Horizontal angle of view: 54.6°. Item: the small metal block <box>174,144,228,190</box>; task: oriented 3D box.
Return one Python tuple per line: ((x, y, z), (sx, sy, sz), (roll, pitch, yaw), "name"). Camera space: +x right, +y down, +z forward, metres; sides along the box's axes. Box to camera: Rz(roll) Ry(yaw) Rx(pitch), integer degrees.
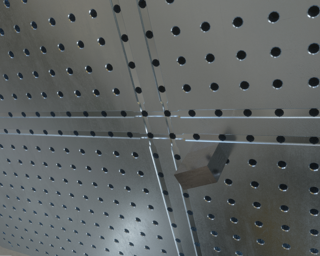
((0.053, 0.050, 0.398), (0.050, 0.050, 0.025), (-22, 107, 36), "small metal block")
